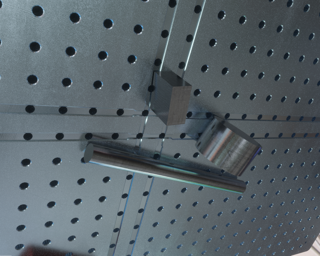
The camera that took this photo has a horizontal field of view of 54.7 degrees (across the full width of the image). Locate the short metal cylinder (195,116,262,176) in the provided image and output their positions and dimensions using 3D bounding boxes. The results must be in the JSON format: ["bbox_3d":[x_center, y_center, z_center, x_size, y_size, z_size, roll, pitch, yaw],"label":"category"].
[{"bbox_3d":[0.098,0.025,0.447,0.080,0.080,0.050,23,106,-37],"label":"short metal cylinder"}]

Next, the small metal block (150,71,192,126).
[{"bbox_3d":[0.012,-0.037,0.380,0.025,0.050,0.050,-6,121,-26],"label":"small metal block"}]

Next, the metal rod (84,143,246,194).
[{"bbox_3d":[0.028,0.069,0.471,0.302,0.025,0.025,18,109,-36],"label":"metal rod"}]
